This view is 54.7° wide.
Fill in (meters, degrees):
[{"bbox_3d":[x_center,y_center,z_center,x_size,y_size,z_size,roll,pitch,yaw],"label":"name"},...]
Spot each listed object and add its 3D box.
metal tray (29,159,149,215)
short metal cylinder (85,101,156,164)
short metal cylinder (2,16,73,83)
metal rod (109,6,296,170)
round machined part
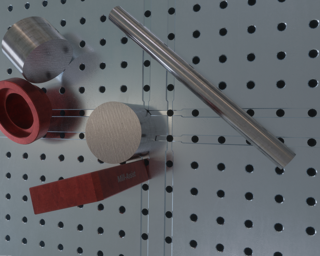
[{"bbox_3d":[-0.081,0.069,0.385,0.090,0.130,0.030,-16,85,19],"label":"metal tray"},{"bbox_3d":[-0.052,0.006,0.418,0.080,0.050,0.080,0,90,20],"label":"short metal cylinder"},{"bbox_3d":[-0.174,-0.111,0.445,0.050,0.080,0.080,46,104,14],"label":"short metal cylinder"},{"bbox_3d":[0.043,-0.060,0.397,0.300,0.025,0.025,43,104,14],"label":"metal rod"},{"bbox_3d":[-0.202,-0.028,0.464,0.098,0.042,0.097,10,115,23],"label":"round machined part"}]
